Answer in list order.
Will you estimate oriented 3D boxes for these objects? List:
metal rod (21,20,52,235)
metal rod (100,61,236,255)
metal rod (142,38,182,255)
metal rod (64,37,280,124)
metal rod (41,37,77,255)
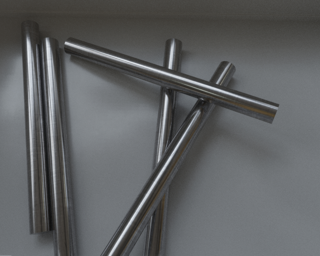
[{"bbox_3d":[-0.167,-0.015,0.413,0.025,0.025,0.299,-10,70,-4],"label":"metal rod"},{"bbox_3d":[0.022,0.027,0.377,0.025,0.025,0.301,29,64,10],"label":"metal rod"},{"bbox_3d":[0.006,0.016,0.403,0.025,0.025,0.299,5,70,2],"label":"metal rod"},{"bbox_3d":[0.002,-0.068,0.408,0.301,0.025,0.025,21,71,17],"label":"metal rod"},{"bbox_3d":[-0.134,0.013,0.403,0.025,0.025,0.299,-10,70,-4],"label":"metal rod"}]
